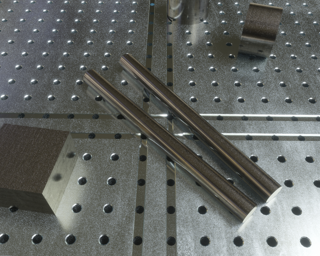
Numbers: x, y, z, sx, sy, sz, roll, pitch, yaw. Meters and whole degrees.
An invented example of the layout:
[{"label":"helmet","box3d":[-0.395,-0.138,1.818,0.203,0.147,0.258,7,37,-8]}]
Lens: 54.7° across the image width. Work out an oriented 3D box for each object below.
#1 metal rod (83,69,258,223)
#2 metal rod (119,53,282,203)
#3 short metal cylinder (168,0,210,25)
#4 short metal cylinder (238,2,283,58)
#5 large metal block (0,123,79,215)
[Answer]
[{"label":"metal rod","box3d":[-0.005,0.007,0.401,0.025,0.025,0.300,-35,58,-26]},{"label":"metal rod","box3d":[0.037,-0.017,0.422,0.025,0.025,0.300,-30,56,-23]},{"label":"short metal cylinder","box3d":[0.055,-0.243,0.596,0.081,0.050,0.080,0,50,0]},{"label":"short metal cylinder","box3d":[0.163,-0.159,0.507,0.050,0.080,0.080,15,52,12]},{"label":"large metal block","box3d":[-0.149,0.045,0.352,0.080,0.050,0.080,7,50,5]}]
